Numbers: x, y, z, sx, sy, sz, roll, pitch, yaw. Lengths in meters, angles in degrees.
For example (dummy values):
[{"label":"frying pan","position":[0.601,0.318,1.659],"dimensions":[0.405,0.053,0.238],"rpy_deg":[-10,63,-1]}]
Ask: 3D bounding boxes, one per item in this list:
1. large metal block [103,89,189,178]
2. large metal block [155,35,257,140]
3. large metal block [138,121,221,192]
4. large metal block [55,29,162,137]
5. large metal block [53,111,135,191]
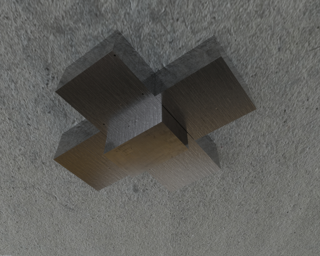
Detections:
[{"label":"large metal block","position":[-0.016,0.001,0.373],"dimensions":[0.080,0.080,0.050],"rpy_deg":[-29,125,22]},{"label":"large metal block","position":[0.051,-0.043,0.355],"dimensions":[0.080,0.050,0.080],"rpy_deg":[-29,125,22]},{"label":"large metal block","position":[0.024,0.032,0.419],"dimensions":[0.080,0.050,0.080],"rpy_deg":[-29,125,22]},{"label":"large metal block","position":[-0.054,-0.048,0.350],"dimensions":[0.080,0.050,0.080],"rpy_deg":[-29,125,22]},{"label":"large metal block","position":[-0.078,0.030,0.416],"dimensions":[0.080,0.050,0.080],"rpy_deg":[-29,125,22]}]
